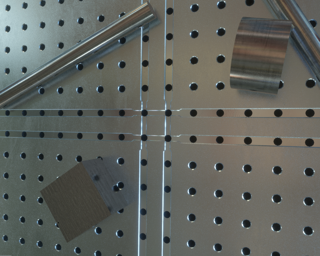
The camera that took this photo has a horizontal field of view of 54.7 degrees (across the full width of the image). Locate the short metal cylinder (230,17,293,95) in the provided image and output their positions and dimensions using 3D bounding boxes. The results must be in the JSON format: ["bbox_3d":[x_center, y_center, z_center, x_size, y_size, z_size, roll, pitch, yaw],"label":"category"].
[{"bbox_3d":[0.112,-0.080,0.344,0.050,0.080,0.079,12,94,19],"label":"short metal cylinder"}]

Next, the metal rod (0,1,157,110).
[{"bbox_3d":[-0.141,-0.099,0.460,0.300,0.025,0.025,-25,82,18],"label":"metal rod"}]

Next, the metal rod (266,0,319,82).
[{"bbox_3d":[0.165,-0.104,0.354,0.025,0.025,0.299,-31,80,17],"label":"metal rod"}]

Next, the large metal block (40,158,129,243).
[{"bbox_3d":[-0.106,0.099,0.435,0.080,0.050,0.080,-35,79,16],"label":"large metal block"}]
